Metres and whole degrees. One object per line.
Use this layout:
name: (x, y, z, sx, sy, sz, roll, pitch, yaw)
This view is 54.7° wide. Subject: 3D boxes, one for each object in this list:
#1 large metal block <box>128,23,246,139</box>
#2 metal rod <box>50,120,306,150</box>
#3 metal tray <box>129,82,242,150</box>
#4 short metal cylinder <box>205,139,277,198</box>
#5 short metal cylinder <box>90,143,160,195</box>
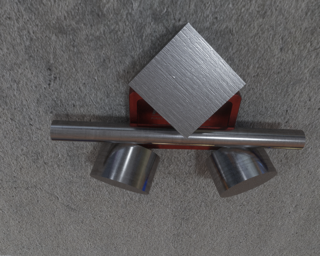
large metal block: (0.026, -0.050, 0.322, 0.080, 0.050, 0.080, 43, 102, -12)
metal rod: (0.023, 0.009, 0.377, 0.302, 0.025, 0.025, 2, 130, -2)
metal tray: (0.028, -0.015, 0.394, 0.131, 0.030, 0.089, 1, 130, -2)
short metal cylinder: (0.108, 0.054, 0.418, 0.081, 0.050, 0.080, -17, 154, -8)
short metal cylinder: (-0.046, 0.052, 0.412, 0.080, 0.050, 0.080, 16, 162, 6)
